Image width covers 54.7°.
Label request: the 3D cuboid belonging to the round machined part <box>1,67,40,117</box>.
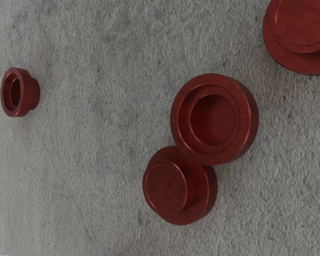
[{"bbox_3d":[-0.278,-0.070,0.624,0.098,0.042,0.097,0,90,40],"label":"round machined part"}]

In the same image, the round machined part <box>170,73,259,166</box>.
[{"bbox_3d":[0.062,-0.009,0.342,0.098,0.042,0.097,0,90,40],"label":"round machined part"}]

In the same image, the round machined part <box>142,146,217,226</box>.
[{"bbox_3d":[0.017,0.071,0.380,0.098,0.042,0.097,0,90,40],"label":"round machined part"}]

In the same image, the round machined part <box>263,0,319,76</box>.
[{"bbox_3d":[0.140,-0.098,0.278,0.098,0.042,0.097,0,90,40],"label":"round machined part"}]
